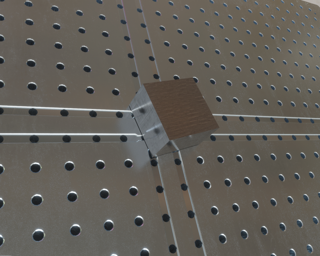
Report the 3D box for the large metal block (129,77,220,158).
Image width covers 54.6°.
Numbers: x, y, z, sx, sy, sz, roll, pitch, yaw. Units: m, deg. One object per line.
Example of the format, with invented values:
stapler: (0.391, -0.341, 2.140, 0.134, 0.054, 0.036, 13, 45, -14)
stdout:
large metal block: (0.018, -0.016, 0.409, 0.081, 0.050, 0.080, -13, 69, -33)
